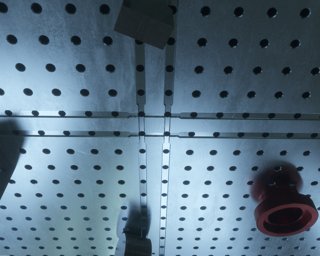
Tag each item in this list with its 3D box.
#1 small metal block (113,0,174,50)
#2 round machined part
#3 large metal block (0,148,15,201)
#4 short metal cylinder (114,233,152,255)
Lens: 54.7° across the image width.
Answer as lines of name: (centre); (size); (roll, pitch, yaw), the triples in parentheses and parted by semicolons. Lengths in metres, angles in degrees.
small metal block: (-0.015, -0.107, 0.304); (0.050, 0.050, 0.025); (18, 128, -15)
round machined part: (0.208, 0.139, 0.522); (0.099, 0.042, 0.097); (-1, 130, 0)
large metal block: (-0.267, 0.075, 0.436); (0.080, 0.080, 0.050); (-7, 130, 5)
short metal cylinder: (-0.053, 0.244, 0.583); (0.050, 0.080, 0.079); (17, 128, -14)
